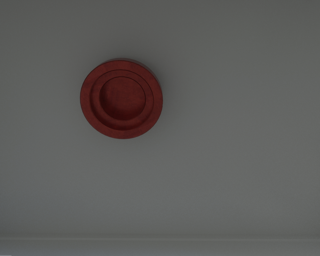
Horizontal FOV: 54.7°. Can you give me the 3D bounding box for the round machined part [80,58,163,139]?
[{"bbox_3d":[-0.046,-0.039,0.387,0.099,0.042,0.097,0,110,-1],"label":"round machined part"}]
